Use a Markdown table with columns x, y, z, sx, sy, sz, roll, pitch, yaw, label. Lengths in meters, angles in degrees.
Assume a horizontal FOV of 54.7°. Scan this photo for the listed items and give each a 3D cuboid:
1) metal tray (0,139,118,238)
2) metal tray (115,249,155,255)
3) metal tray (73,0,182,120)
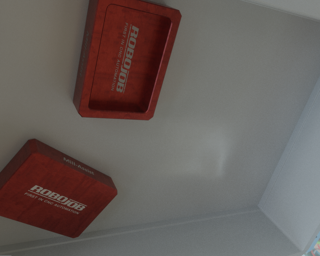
| x | y | z | sx | sy | sz | roll | pitch | yaw | label |
| --- | --- | --- | --- | --- | --- | --- | --- | --- | --- |
| -0.129 | 0.080 | 0.384 | 0.090 | 0.030 | 0.130 | -48 | 129 | 6 | metal tray |
| -0.074 | 0.259 | 0.527 | 0.131 | 0.030 | 0.089 | 0 | 118 | -29 | metal tray |
| -0.038 | -0.074 | 0.338 | 0.091 | 0.030 | 0.129 | 2 | 117 | -30 | metal tray |
